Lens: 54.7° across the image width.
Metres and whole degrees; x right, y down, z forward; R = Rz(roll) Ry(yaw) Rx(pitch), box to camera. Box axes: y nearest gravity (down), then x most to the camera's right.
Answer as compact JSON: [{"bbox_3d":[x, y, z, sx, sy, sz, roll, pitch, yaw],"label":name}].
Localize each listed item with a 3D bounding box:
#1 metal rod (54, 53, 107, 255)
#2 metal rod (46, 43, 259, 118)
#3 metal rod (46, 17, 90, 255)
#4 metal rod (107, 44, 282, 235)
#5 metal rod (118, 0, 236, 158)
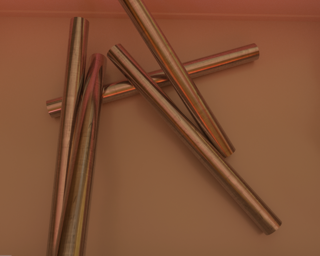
[{"bbox_3d":[-0.080,0.016,0.334,0.025,0.025,0.300,-3,48,-1],"label":"metal rod"},{"bbox_3d":[-0.005,-0.068,0.434,0.302,0.025,0.025,-17,71,-7],"label":"metal rod"},{"bbox_3d":[-0.113,0.003,0.386,0.025,0.025,0.299,2,78,0],"label":"metal rod"},{"bbox_3d":[0.037,0.008,0.391,0.025,0.025,0.300,-39,81,-13],"label":"metal rod"},{"bbox_3d":[0.005,-0.091,0.381,0.025,0.025,0.299,-35,98,-12],"label":"metal rod"}]
